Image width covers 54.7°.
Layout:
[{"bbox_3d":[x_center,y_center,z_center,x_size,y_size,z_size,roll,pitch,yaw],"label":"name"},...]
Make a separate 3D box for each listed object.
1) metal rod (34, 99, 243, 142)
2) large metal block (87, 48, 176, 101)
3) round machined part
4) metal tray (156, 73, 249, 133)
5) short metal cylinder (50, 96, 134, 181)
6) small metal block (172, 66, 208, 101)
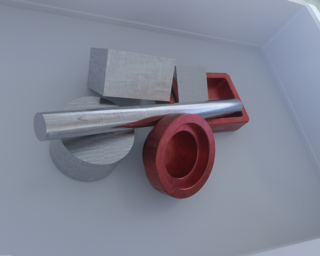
[{"bbox_3d":[0.007,-0.017,0.366,0.302,0.025,0.025,-8,66,-44],"label":"metal rod"},{"bbox_3d":[-0.038,-0.067,0.380,0.081,0.080,0.050,2,103,-26],"label":"large metal block"},{"bbox_3d":[0.018,0.030,0.365,0.099,0.042,0.097,-6,99,-42],"label":"round machined part"},{"bbox_3d":[0.061,-0.038,0.457,0.131,0.030,0.090,-5,64,-31],"label":"metal tray"},{"bbox_3d":[-0.075,0.012,0.340,0.081,0.050,0.080,14,56,-21],"label":"short metal cylinder"},{"bbox_3d":[0.039,-0.060,0.435,0.050,0.025,0.050,-5,90,-31],"label":"small metal block"}]
